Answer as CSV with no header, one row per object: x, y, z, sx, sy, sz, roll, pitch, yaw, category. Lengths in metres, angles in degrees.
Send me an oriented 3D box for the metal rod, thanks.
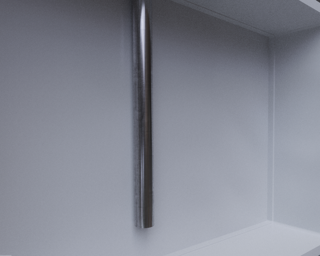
-0.021,-0.026,0.390,0.025,0.025,0.298,-1,91,-40,metal rod
